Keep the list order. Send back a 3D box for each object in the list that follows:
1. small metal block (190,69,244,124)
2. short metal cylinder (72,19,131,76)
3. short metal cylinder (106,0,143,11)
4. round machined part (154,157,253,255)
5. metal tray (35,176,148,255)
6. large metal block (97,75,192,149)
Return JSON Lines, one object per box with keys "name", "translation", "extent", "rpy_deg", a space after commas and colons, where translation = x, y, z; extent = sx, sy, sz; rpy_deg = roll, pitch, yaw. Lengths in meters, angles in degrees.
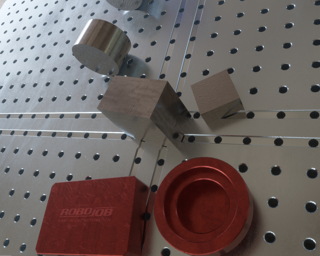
{"name": "small metal block", "translation": [0.072, -0.040, 0.395], "extent": [0.050, 0.025, 0.050], "rpy_deg": [-23, 53, 14]}
{"name": "short metal cylinder", "translation": [-0.093, -0.128, 0.501], "extent": [0.080, 0.080, 0.050], "rpy_deg": [9, 67, 32]}
{"name": "short metal cylinder", "translation": [-0.064, -0.265, 0.569], "extent": [0.080, 0.080, 0.050], "rpy_deg": [1, 63, 29]}
{"name": "round machined part", "translation": [0.047, 0.083, 0.322], "extent": [0.098, 0.042, 0.098], "rpy_deg": [-13, 56, 21]}
{"name": "metal tray", "translation": [-0.083, 0.111, 0.381], "extent": [0.130, 0.030, 0.090], "rpy_deg": [-9, 58, 23]}
{"name": "large metal block", "translation": [-0.017, -0.020, 0.394], "extent": [0.080, 0.080, 0.050], "rpy_deg": [12, 68, 33]}
